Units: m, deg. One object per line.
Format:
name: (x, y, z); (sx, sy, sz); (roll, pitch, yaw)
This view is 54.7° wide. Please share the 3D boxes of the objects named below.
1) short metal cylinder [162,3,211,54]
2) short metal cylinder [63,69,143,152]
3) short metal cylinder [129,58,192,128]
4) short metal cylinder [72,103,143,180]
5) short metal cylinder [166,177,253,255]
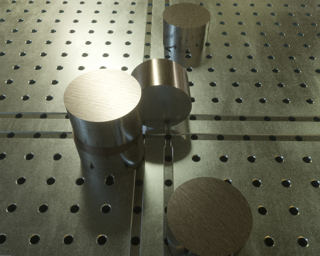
short metal cylinder: (0.045, -0.174, 0.538); (0.081, 0.050, 0.080); (0, 50, 0)
short metal cylinder: (-0.060, -0.021, 0.343); (0.081, 0.050, 0.080); (0, 50, 0)
short metal cylinder: (0.000, -0.044, 0.409); (0.081, 0.080, 0.050); (-1, 50, -2)
short metal cylinder: (-0.061, 0.016, 0.377); (0.081, 0.050, 0.080); (0, 50, 0)
short metal cylinder: (0.047, 0.097, 0.311); (0.081, 0.050, 0.080); (0, 50, 0)
